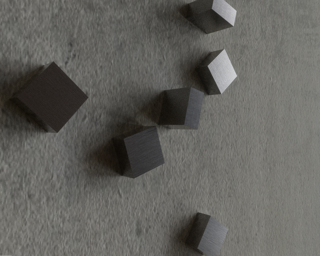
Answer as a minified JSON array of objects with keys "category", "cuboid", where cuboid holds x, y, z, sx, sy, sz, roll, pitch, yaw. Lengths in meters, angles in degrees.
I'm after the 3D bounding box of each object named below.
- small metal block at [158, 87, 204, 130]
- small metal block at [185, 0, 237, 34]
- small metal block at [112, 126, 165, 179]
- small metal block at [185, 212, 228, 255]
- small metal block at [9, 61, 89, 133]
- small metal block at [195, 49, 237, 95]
[{"category":"small metal block","cuboid":[0.028,-0.025,0.414,0.025,0.050,0.050,18,79,-39]},{"category":"small metal block","cuboid":[0.075,-0.166,0.453,0.050,0.050,0.025,20,77,-39]},{"category":"small metal block","cuboid":[-0.026,0.028,0.385,0.050,0.025,0.050,-22,104,-38]},{"category":"small metal block","cuboid":[0.071,0.163,0.468,0.050,0.025,0.050,43,64,-32]},{"category":"small metal block","cuboid":[-0.111,-0.030,0.313,0.050,0.025,0.050,49,61,-29]},{"category":"small metal block","cuboid":[0.088,-0.086,0.481,0.050,0.025,0.050,-47,118,-30]}]
